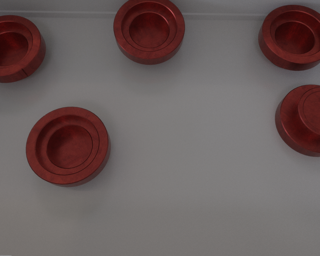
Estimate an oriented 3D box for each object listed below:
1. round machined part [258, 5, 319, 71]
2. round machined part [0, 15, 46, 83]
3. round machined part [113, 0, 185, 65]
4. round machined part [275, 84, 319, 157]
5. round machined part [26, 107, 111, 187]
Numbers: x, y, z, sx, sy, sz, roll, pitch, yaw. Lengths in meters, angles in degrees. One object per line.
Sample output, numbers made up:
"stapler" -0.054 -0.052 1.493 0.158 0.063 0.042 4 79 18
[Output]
"round machined part" 0.191 -0.125 0.447 0.099 0.042 0.098 0 70 0
"round machined part" -0.211 -0.106 0.438 0.099 0.042 0.098 0 70 0
"round machined part" -0.015 -0.136 0.445 0.099 0.042 0.098 0 78 -2
"round machined part" 0.208 -0.014 0.407 0.099 0.042 0.098 0 70 0
"round machined part" -0.111 0.026 0.390 0.099 0.042 0.098 0 70 0
